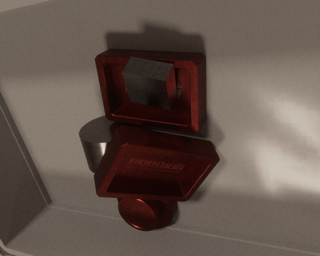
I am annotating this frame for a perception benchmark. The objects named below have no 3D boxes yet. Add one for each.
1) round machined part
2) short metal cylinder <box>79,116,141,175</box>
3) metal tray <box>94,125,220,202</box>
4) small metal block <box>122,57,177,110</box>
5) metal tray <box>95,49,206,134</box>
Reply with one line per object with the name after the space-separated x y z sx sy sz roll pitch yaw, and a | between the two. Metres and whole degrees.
-0.026 0.122 0.485 0.098 0.042 0.097 13 124 20 | round machined part
-0.062 0.020 0.417 0.080 0.080 0.050 6 121 25 | short metal cylinder
-0.004 0.049 0.379 0.131 0.030 0.089 11 127 -28 | metal tray
-0.010 -0.050 0.351 0.050 0.025 0.050 14 149 16 | small metal block
-0.011 -0.047 0.380 0.130 0.030 0.089 9 122 23 | metal tray
